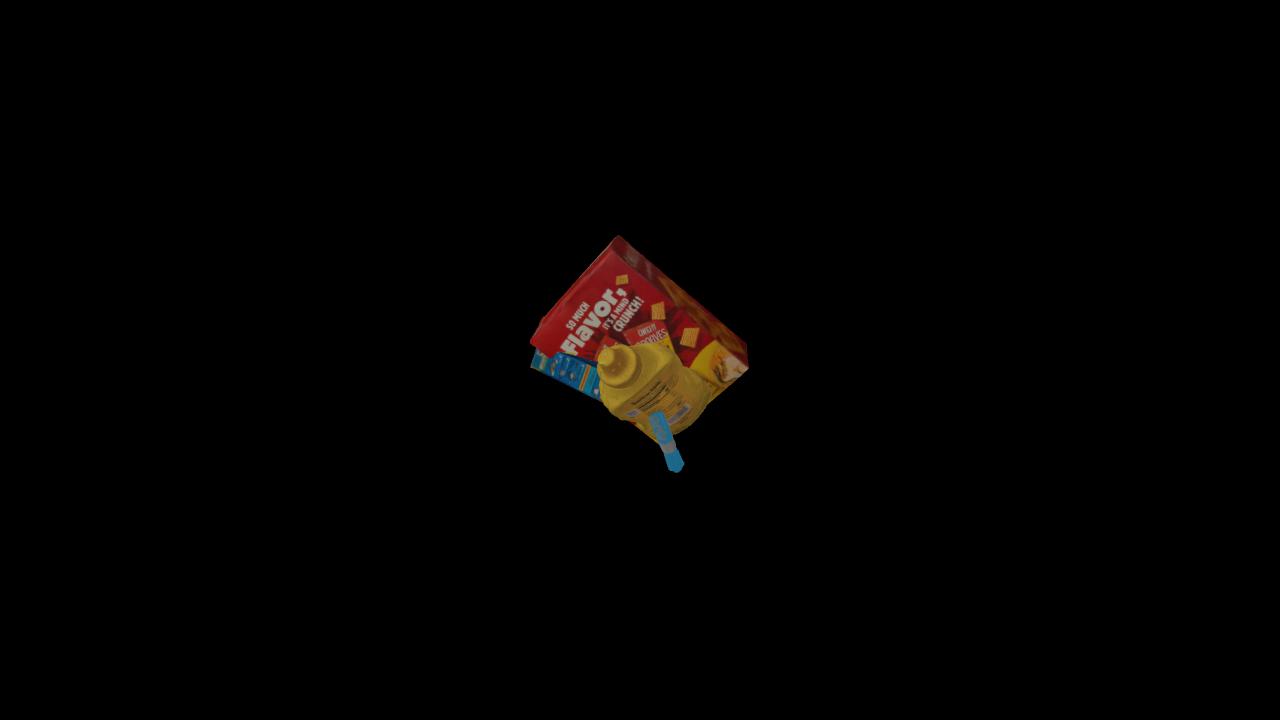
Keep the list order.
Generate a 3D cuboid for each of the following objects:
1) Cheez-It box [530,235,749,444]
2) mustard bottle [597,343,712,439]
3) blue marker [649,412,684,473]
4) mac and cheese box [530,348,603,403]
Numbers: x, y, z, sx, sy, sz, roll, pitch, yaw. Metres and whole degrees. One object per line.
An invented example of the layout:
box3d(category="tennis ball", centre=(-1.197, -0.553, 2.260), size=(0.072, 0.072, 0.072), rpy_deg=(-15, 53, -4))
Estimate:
box3d(category="Cheez-It box", centre=(0.000, -0.019, 0.769), size=(0.223, 0.166, 0.071), rpy_deg=(38, 26, -15))
box3d(category="mustard bottle", centre=(0.007, 0.027, 0.635), size=(0.092, 0.054, 0.184), rpy_deg=(-36, -31, 10))
box3d(category="blue marker", centre=(0.021, 0.069, 0.651), size=(0.020, 0.121, 0.020), rpy_deg=(-19, 22, 8))
box3d(category="mac and cheese box", centre=(-0.042, 0.027, 0.752), size=(0.184, 0.041, 0.093), rpy_deg=(22, 3, 42))
